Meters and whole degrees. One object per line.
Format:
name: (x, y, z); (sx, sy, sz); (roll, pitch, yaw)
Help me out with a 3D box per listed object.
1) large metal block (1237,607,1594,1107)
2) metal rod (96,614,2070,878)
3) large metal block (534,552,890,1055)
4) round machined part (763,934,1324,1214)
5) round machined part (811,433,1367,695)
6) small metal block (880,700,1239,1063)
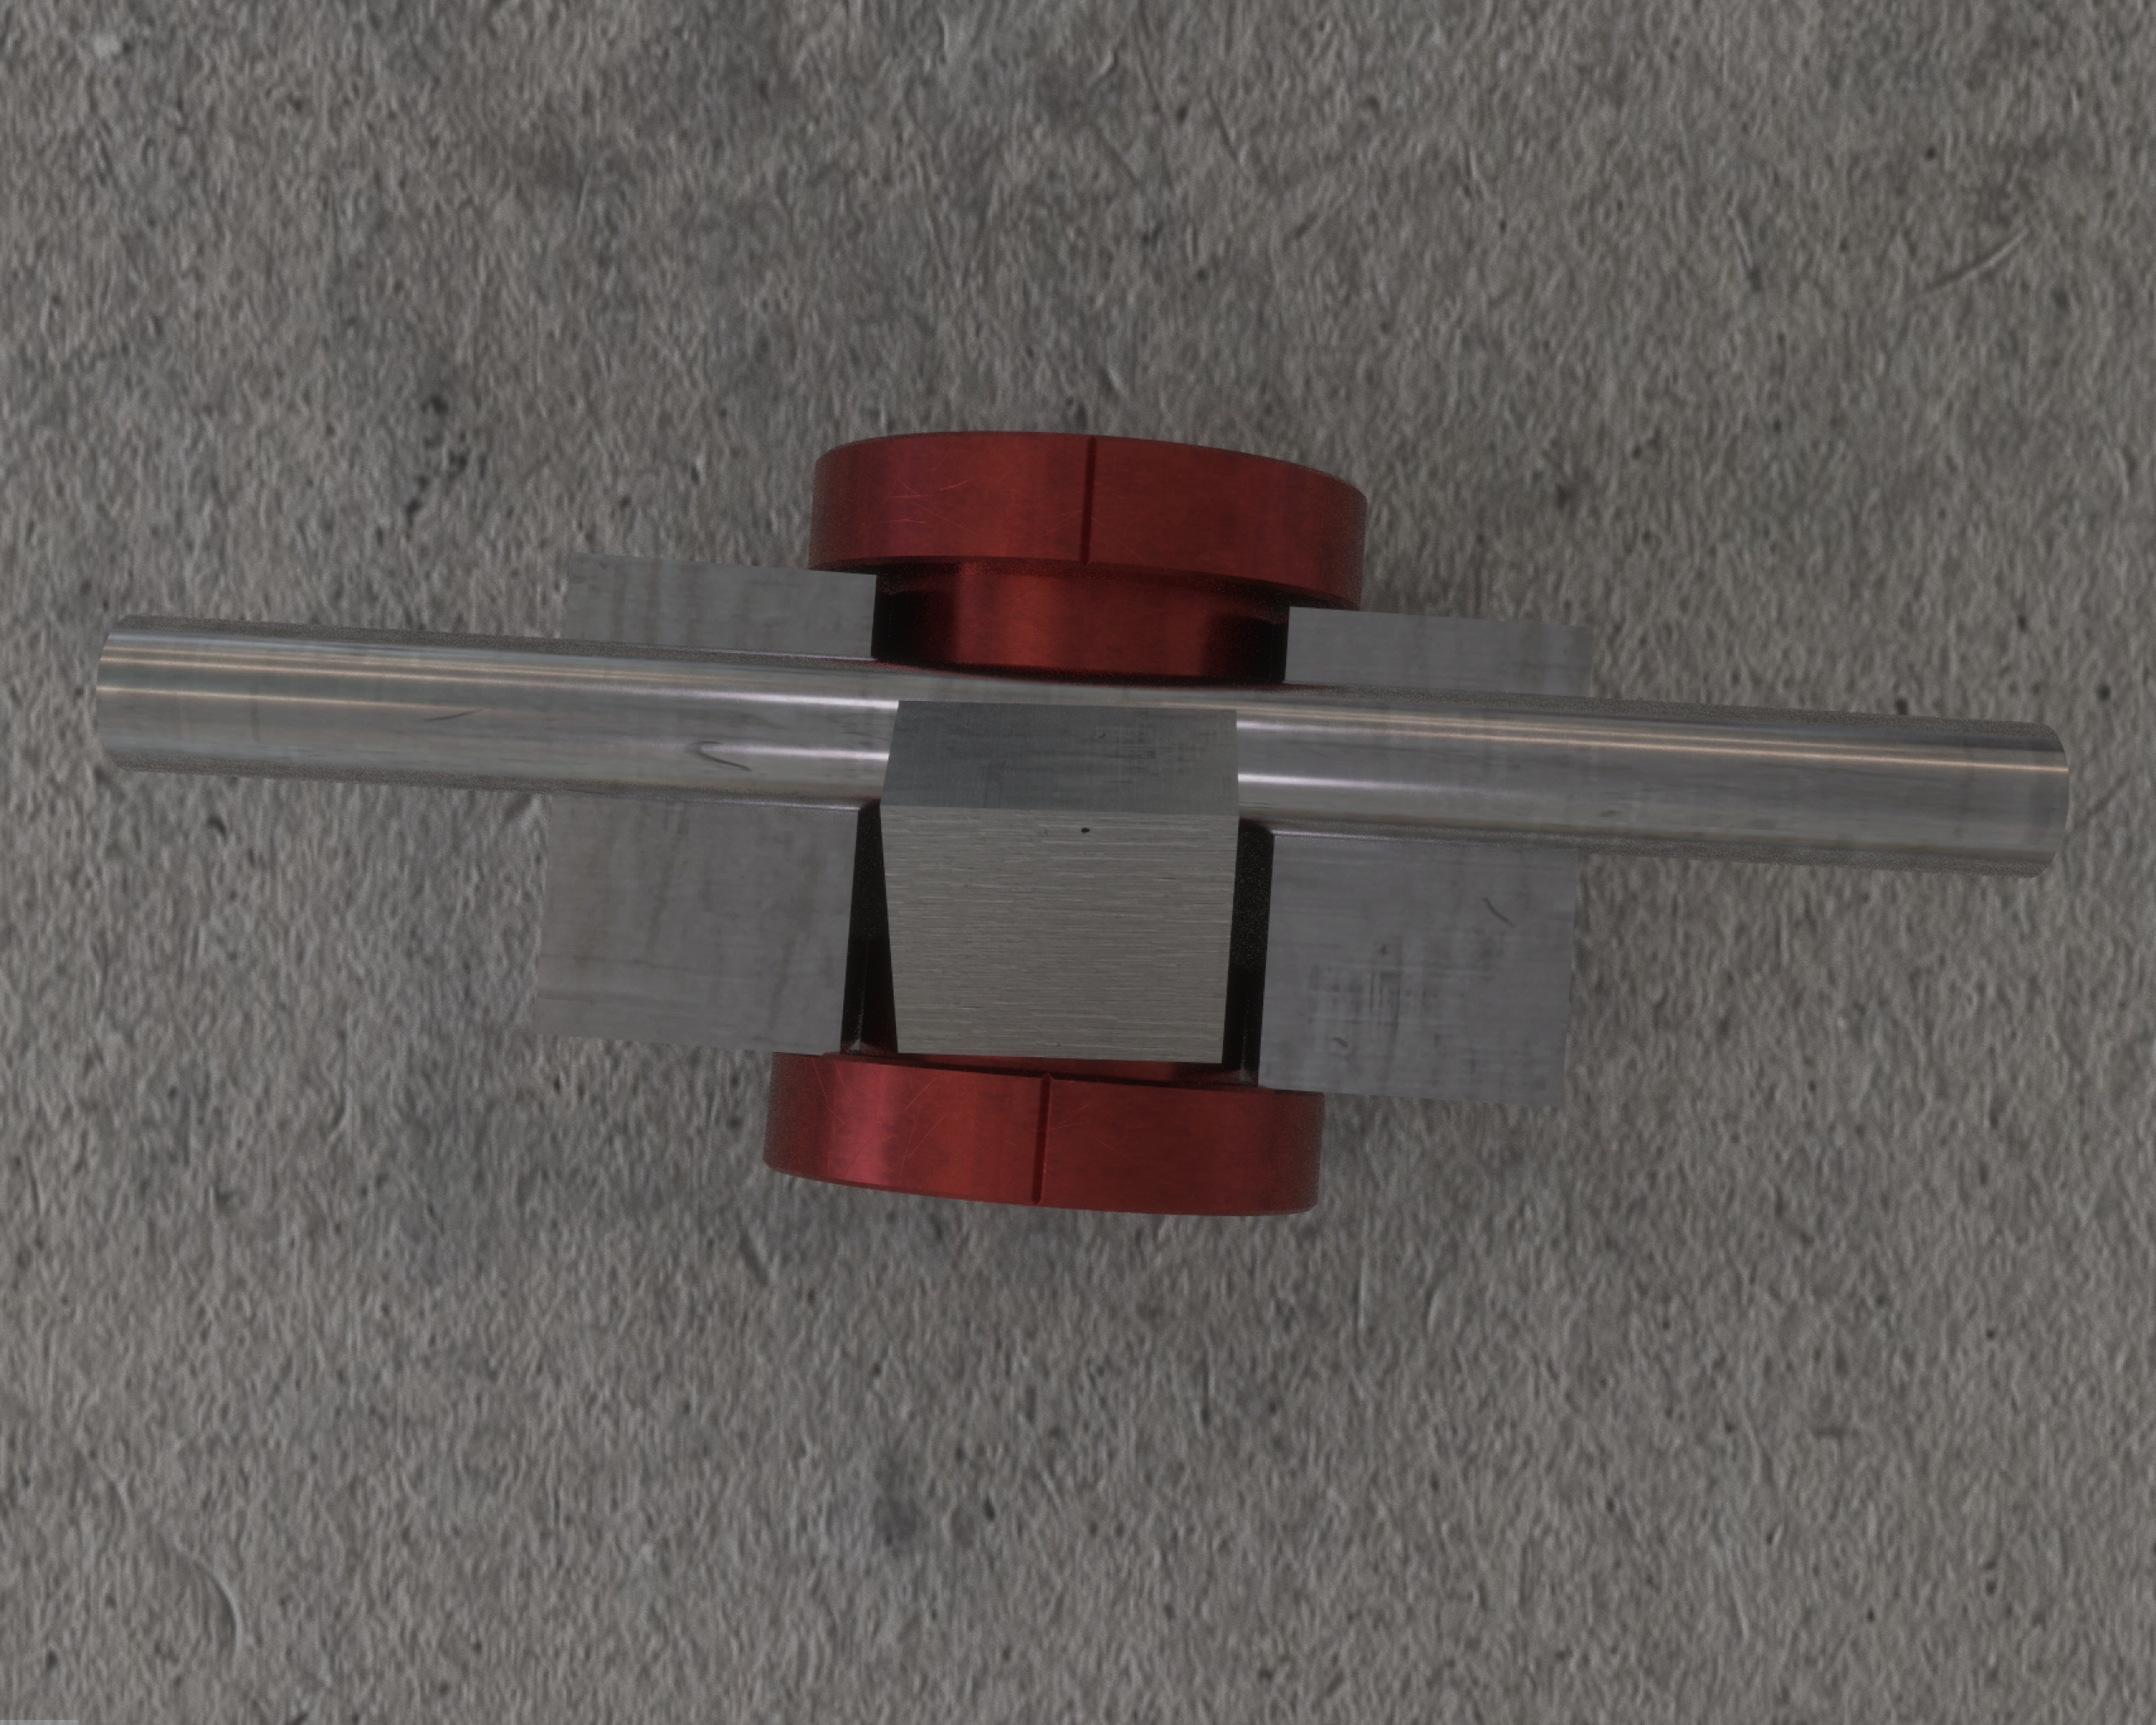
large metal block: (0.057, -0.001, 0.384); (0.050, 0.080, 0.080); (4, 90, 0)
metal rod: (0.001, -0.018, 0.331); (0.302, 0.025, 0.025); (3, 90, 0)
large metal block: (-0.061, -0.010, 0.383); (0.050, 0.080, 0.080); (4, 90, 0)
round machined part: (-0.005, 0.037, 0.374); (0.099, 0.098, 0.042); (5, 85, 0)
round machined part: (0.001, -0.047, 0.374); (0.099, 0.098, 0.042); (4, 91, 0)
small metal block: (-0.002, 0.003, 0.317); (0.050, 0.025, 0.050); (2, 131, 1)
